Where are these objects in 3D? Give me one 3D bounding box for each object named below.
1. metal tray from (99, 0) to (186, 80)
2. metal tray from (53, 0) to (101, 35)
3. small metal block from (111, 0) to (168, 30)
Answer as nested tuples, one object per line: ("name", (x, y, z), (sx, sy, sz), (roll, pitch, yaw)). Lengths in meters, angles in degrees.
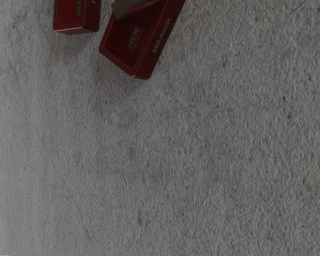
("metal tray", (-0.027, -0.143, 0.424), (0.090, 0.030, 0.129), (41, 114, 32))
("metal tray", (-0.136, -0.225, 0.514), (0.090, 0.030, 0.129), (9, 96, 39))
("small metal block", (-0.024, -0.156, 0.392), (0.050, 0.050, 0.025), (-36, 68, 34))
